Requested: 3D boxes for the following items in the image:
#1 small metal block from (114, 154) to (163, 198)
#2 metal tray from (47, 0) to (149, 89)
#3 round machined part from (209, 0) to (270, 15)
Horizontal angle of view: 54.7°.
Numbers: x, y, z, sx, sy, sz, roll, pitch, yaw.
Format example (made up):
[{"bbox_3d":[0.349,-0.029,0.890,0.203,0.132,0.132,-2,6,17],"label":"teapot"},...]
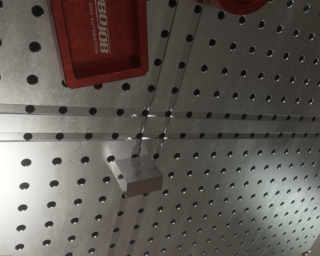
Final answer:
[{"bbox_3d":[-0.030,0.064,0.420,0.050,0.050,0.025,-9,122,-24],"label":"small metal block"},{"bbox_3d":[-0.060,-0.110,0.307,0.091,0.030,0.129,-15,125,-21],"label":"metal tray"},{"bbox_3d":[0.086,-0.178,0.339,0.099,0.042,0.097,-14,125,-21],"label":"round machined part"}]
